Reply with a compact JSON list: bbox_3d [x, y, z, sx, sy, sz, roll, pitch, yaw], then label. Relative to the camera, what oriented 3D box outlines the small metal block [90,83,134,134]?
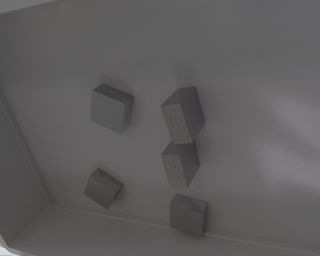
[{"bbox_3d":[-0.067,-0.027,0.427,0.050,0.025,0.050,23,127,14],"label":"small metal block"}]

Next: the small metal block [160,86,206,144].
[{"bbox_3d":[0.029,-0.015,0.368,0.025,0.050,0.050,-5,116,30],"label":"small metal block"}]

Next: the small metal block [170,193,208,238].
[{"bbox_3d":[0.043,0.132,0.467,0.050,0.025,0.050,11,123,22],"label":"small metal block"}]

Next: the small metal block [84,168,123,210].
[{"bbox_3d":[-0.096,0.103,0.523,0.050,0.025,0.050,32,129,7],"label":"small metal block"}]

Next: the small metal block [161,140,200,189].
[{"bbox_3d":[0.028,0.042,0.404,0.025,0.050,0.050,0,118,28],"label":"small metal block"}]
